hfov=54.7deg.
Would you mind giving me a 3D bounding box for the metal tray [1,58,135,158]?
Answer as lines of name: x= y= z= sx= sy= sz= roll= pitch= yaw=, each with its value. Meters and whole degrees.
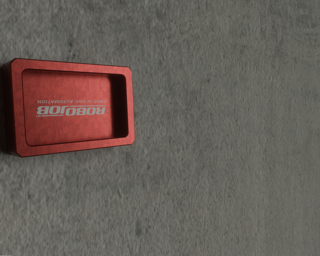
metal tray: x=-0.090 y=-0.022 z=0.327 sx=0.131 sy=0.030 sz=0.089 roll=-5 pitch=93 yaw=-40
